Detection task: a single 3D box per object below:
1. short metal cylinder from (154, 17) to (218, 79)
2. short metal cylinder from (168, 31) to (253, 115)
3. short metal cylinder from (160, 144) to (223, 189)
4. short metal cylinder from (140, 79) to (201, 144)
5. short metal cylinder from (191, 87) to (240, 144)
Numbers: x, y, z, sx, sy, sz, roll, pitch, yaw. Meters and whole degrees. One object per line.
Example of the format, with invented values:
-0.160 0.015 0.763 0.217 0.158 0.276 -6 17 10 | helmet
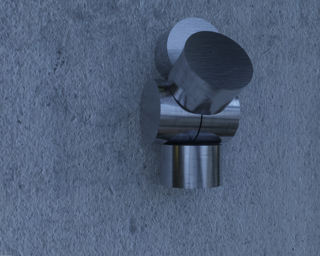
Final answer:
0.038 -0.099 0.413 0.081 0.050 0.079 0 90 -21 | short metal cylinder
0.055 -0.061 0.348 0.081 0.050 0.080 10 59 -16 | short metal cylinder
0.040 0.045 0.397 0.081 0.080 0.050 0 90 -20 | short metal cylinder
0.010 -0.020 0.386 0.050 0.080 0.079 1 90 -21 | short metal cylinder
0.060 -0.019 0.404 0.050 0.080 0.079 0 90 -20 | short metal cylinder
